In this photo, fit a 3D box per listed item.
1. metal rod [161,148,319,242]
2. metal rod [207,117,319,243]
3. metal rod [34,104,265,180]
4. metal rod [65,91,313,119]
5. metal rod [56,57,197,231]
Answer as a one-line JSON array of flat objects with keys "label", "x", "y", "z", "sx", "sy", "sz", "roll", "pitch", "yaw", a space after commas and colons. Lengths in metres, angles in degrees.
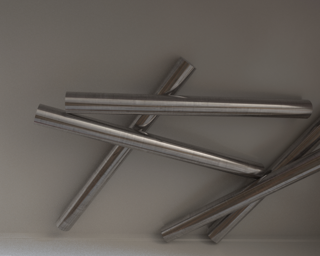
[{"label": "metal rod", "x": 0.129, "y": 0.086, "z": 0.422, "sx": 0.300, "sy": 0.025, "sz": 0.025, "roll": -32, "pitch": 107, "yaw": 19}, {"label": "metal rod", "x": 0.172, "y": 0.054, "z": 0.432, "sx": 0.025, "sy": 0.025, "sz": 0.299, "roll": 36, "pitch": 106, "yaw": -12}, {"label": "metal rod", "x": -0.001, "y": 0.023, "z": 0.396, "sx": 0.302, "sy": 0.025, "sz": 0.025, "roll": 16, "pitch": 110, "yaw": -15}, {"label": "metal rod", "x": 0.042, "y": -0.027, "z": 0.379, "sx": 0.302, "sy": 0.025, "sz": 0.025, "roll": 1, "pitch": 110, "yaw": -9}, {"label": "metal rod", "x": -0.054, "y": 0.032, "z": 0.422, "sx": 0.025, "sy": 0.025, "sz": 0.299, "roll": 35, "pitch": 106, "yaw": -12}]
